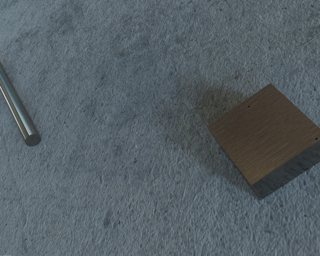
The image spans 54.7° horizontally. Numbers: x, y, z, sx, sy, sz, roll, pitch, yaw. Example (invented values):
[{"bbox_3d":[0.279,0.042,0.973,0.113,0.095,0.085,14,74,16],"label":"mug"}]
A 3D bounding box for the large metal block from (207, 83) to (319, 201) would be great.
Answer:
[{"bbox_3d":[0.110,0.014,0.321,0.080,0.050,0.080,-35,52,5],"label":"large metal block"}]

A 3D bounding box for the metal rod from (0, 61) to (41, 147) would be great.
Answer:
[{"bbox_3d":[-0.285,-0.064,0.589,0.025,0.025,0.300,-43,51,-2],"label":"metal rod"}]
